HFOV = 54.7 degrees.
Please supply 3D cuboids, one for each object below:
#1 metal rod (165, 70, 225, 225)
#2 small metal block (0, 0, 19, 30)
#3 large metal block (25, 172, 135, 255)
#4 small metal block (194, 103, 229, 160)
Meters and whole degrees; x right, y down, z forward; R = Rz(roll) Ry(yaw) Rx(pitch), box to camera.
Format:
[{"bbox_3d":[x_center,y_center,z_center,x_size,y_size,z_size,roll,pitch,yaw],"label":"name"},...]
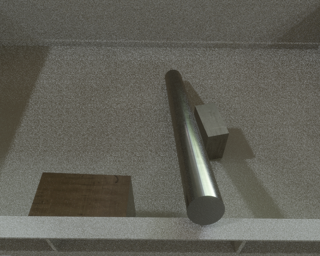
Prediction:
[{"bbox_3d":[0.025,-0.011,0.338,0.025,0.025,0.300,-1,26,-2],"label":"metal rod"},{"bbox_3d":[-0.295,-0.217,0.570,0.050,0.050,0.025,29,56,22],"label":"small metal block"},{"bbox_3d":[-0.068,0.086,0.296,0.081,0.080,0.050,2,50,1],"label":"large metal block"},{"bbox_3d":[0.061,0.005,0.385,0.025,0.050,0.050,-10,51,-9],"label":"small metal block"}]
